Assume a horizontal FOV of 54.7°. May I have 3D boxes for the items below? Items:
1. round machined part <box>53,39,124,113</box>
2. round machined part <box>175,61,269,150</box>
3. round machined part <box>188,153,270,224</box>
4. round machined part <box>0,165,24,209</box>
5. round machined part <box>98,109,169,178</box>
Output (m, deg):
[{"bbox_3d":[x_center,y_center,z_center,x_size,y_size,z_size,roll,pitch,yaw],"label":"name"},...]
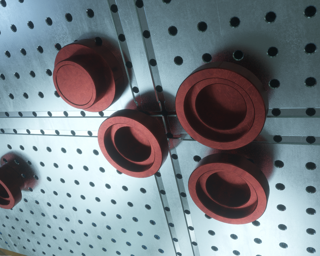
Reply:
[{"bbox_3d":[-0.102,-0.064,0.412,0.098,0.042,0.097,13,124,20],"label":"round machined part"},{"bbox_3d":[0.070,-0.028,0.345,0.098,0.042,0.097,13,124,20],"label":"round machined part"},{"bbox_3d":[0.089,0.072,0.397,0.098,0.042,0.097,13,124,20],"label":"round machined part"},{"bbox_3d":[-0.323,0.116,0.638,0.098,0.042,0.097,13,124,20],"label":"round machined part"},{"bbox_3d":[-0.033,0.017,0.427,0.098,0.042,0.097,13,124,20],"label":"round machined part"}]
